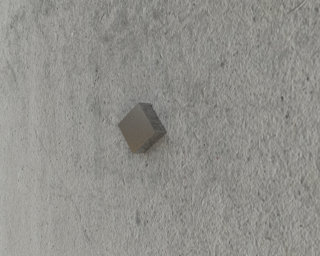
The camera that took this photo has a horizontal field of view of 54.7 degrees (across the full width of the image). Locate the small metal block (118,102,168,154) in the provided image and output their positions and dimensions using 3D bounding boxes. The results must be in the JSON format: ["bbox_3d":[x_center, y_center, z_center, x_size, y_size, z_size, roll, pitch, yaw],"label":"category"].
[{"bbox_3d":[-0.025,0.001,0.425,0.050,0.025,0.050,-44,64,31],"label":"small metal block"}]
